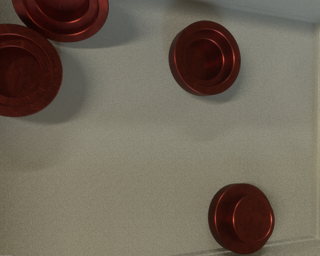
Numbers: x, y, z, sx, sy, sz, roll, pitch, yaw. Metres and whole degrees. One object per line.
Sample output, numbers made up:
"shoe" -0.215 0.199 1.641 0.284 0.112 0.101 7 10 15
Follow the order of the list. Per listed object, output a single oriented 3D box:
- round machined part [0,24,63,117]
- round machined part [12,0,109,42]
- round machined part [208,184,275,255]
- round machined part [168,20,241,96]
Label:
"round machined part" -0.160 -0.060 0.342 0.099 0.042 0.097 0 90 -21
"round machined part" -0.108 -0.147 0.343 0.099 0.097 0.042 5 52 -20
"round machined part" 0.122 0.128 0.440 0.099 0.042 0.098 4 78 -20
"round machined part" 0.057 -0.092 0.424 0.099 0.042 0.097 0 90 -21
